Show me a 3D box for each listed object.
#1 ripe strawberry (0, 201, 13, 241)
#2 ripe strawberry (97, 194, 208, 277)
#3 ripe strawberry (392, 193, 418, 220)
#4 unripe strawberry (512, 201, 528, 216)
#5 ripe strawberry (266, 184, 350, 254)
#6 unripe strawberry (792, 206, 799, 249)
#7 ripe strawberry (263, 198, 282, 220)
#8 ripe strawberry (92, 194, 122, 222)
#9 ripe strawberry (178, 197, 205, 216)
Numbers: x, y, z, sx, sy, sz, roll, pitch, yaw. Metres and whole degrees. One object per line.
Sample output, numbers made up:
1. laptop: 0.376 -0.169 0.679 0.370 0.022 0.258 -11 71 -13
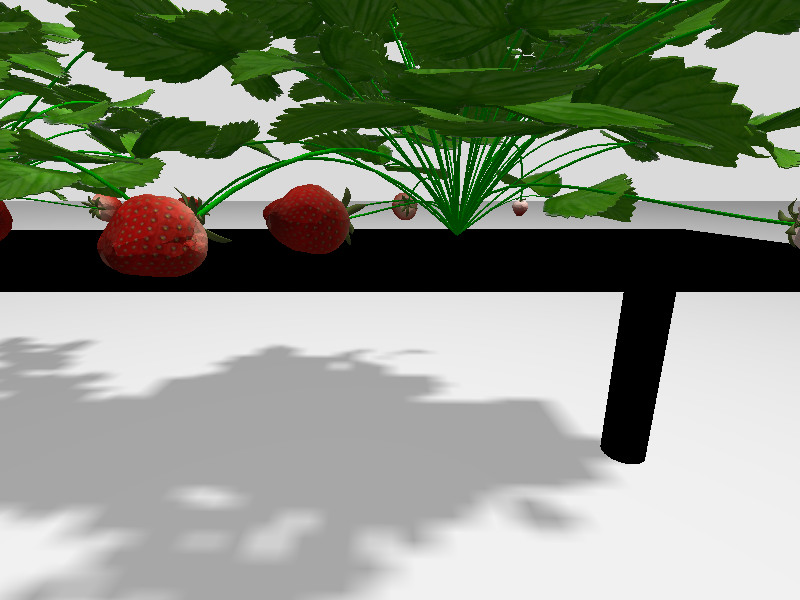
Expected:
1. ripe strawberry: -0.289 -0.058 0.273 0.039 0.041 0.036 10 18 31
2. ripe strawberry: -0.100 -0.023 0.160 0.039 0.035 0.035 12 37 37
3. ripe strawberry: 0.005 -0.124 0.533 0.034 0.036 0.037 -3 7 -12
4. unripe strawberry: 0.169 -0.129 0.565 0.022 0.022 0.019 8 17 27
5. ripe strawberry: -0.054 -0.046 0.230 0.046 0.039 0.046 13 21 40
6. unripe strawberry: 0.255 -0.043 0.232 0.039 0.038 0.036 9 18 28
7. ripe strawberry: -0.108 -0.079 0.368 0.035 0.030 0.035 2 15 9
8. ripe strawberry: -0.370 -0.118 0.511 0.034 0.036 0.037 3 15 9
9. ripe strawberry: -0.219 -0.090 0.411 0.031 0.031 0.034 0 15 15
